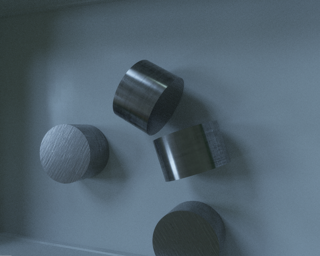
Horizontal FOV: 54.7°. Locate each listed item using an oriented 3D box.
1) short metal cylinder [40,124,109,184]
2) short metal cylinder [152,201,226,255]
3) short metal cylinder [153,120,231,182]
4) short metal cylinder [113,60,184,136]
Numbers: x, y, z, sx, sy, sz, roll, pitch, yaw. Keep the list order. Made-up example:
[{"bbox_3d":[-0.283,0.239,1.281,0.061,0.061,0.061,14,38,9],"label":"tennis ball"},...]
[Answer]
[{"bbox_3d":[-0.120,0.035,0.438,0.080,0.050,0.079,0,90,19],"label":"short metal cylinder"},{"bbox_3d":[0.037,0.136,0.383,0.080,0.050,0.079,0,90,19],"label":"short metal cylinder"},{"bbox_3d":[0.037,0.027,0.368,0.080,0.080,0.050,-20,84,18],"label":"short metal cylinder"},{"bbox_3d":[-0.013,-0.037,0.385,0.050,0.080,0.080,31,100,17],"label":"short metal cylinder"}]
